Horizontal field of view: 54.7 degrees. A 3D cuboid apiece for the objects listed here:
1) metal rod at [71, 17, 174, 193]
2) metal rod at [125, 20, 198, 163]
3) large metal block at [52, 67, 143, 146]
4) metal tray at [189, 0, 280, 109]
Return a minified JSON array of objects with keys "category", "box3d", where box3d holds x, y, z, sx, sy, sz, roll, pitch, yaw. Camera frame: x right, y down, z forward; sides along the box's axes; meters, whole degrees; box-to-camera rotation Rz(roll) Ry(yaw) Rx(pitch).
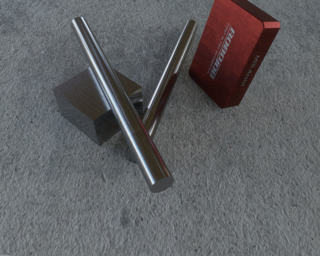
[{"category":"metal rod","box3d":[-0.060,-0.051,0.380,0.025,0.025,0.300,-19,53,-16]},{"category":"metal rod","box3d":[0.013,-0.074,0.465,0.025,0.025,0.300,13,51,10]},{"category":"large metal block","box3d":[-0.080,-0.035,0.416,0.080,0.050,0.080,35,58,25]},{"category":"metal tray","box3d":[0.093,-0.103,0.420,0.030,0.129,0.090,-13,50,-31]}]
